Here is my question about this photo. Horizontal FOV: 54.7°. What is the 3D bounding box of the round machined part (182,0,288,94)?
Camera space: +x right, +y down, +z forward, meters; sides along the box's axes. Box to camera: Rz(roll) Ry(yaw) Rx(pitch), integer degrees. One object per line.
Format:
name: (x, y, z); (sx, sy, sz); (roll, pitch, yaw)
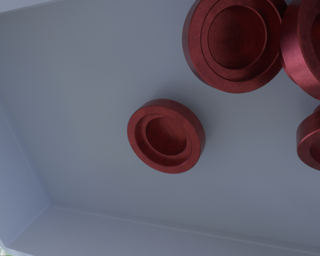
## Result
round machined part: (0.068, -0.083, 0.289); (0.099, 0.042, 0.097); (-3, 105, -11)

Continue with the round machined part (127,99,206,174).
round machined part: (0.011, 0.007, 0.395); (0.098, 0.042, 0.097); (13, 124, 20)

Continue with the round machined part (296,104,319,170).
round machined part: (0.181, 0.004, 0.288); (0.099, 0.042, 0.098); (10, 148, 6)

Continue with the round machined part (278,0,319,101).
round machined part: (0.140, -0.068, 0.258); (0.098, 0.098, 0.042); (50, 164, -8)
